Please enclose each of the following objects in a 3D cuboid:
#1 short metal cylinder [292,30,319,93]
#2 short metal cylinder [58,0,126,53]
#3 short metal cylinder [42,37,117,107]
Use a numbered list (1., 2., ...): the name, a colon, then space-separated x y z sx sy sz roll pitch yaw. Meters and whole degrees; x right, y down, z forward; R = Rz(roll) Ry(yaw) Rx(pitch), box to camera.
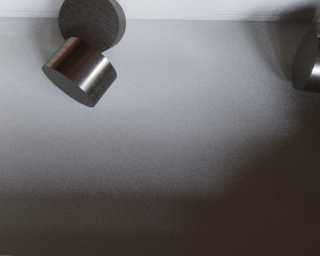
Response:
1. short metal cylinder: 0.218 -0.087 0.415 0.050 0.080 0.080 9 70 3
2. short metal cylinder: -0.091 -0.145 0.427 0.080 0.050 0.079 1 111 4
3. short metal cylinder: -0.104 -0.071 0.405 0.080 0.080 0.050 31 73 10
